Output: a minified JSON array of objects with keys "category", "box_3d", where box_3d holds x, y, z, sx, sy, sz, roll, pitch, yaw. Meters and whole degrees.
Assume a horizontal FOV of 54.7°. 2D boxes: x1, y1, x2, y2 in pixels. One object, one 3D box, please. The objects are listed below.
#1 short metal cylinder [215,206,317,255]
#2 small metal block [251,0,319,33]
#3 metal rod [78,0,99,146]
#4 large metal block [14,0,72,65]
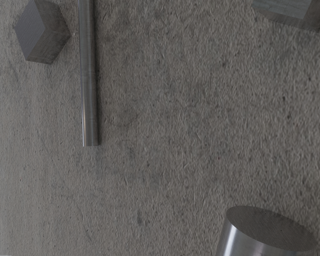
[{"category":"short metal cylinder","box_3d":[0.096,0.114,0.290,0.080,0.081,0.050,20,103,38]},{"category":"small metal block","box_3d":[0.122,-0.113,0.288,0.050,0.050,0.025,32,110,35]},{"category":"metal rod","box_3d":[-0.117,-0.120,0.501,0.025,0.025,0.298,-4,87,40]},{"category":"large metal block","box_3d":[-0.216,-0.176,0.567,0.080,0.050,0.080,-40,66,32]}]
